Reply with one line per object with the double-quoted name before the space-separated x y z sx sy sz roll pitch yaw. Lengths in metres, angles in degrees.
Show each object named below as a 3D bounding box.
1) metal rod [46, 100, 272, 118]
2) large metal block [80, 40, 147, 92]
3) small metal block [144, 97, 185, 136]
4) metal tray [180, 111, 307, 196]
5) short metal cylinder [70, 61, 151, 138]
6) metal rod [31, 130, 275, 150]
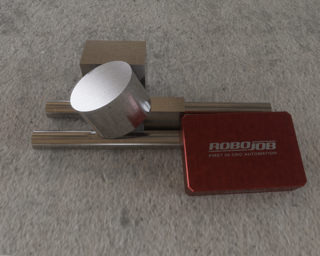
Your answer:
"metal rod" -0.002 -0.024 0.425 0.302 0.025 0.025 1 50 0
"large metal block" -0.059 -0.073 0.430 0.081 0.080 0.050 1 50 0
"small metal block" 0.005 -0.014 0.399 0.050 0.050 0.025 1 50 0
"metal tray" 0.092 0.029 0.360 0.131 0.030 0.090 -2 68 -4
"short metal cylinder" -0.058 -0.034 0.370 0.080 0.050 0.080 -16 46 17
"metal rod" -0.006 0.015 0.392 0.302 0.025 0.025 0 50 -1
